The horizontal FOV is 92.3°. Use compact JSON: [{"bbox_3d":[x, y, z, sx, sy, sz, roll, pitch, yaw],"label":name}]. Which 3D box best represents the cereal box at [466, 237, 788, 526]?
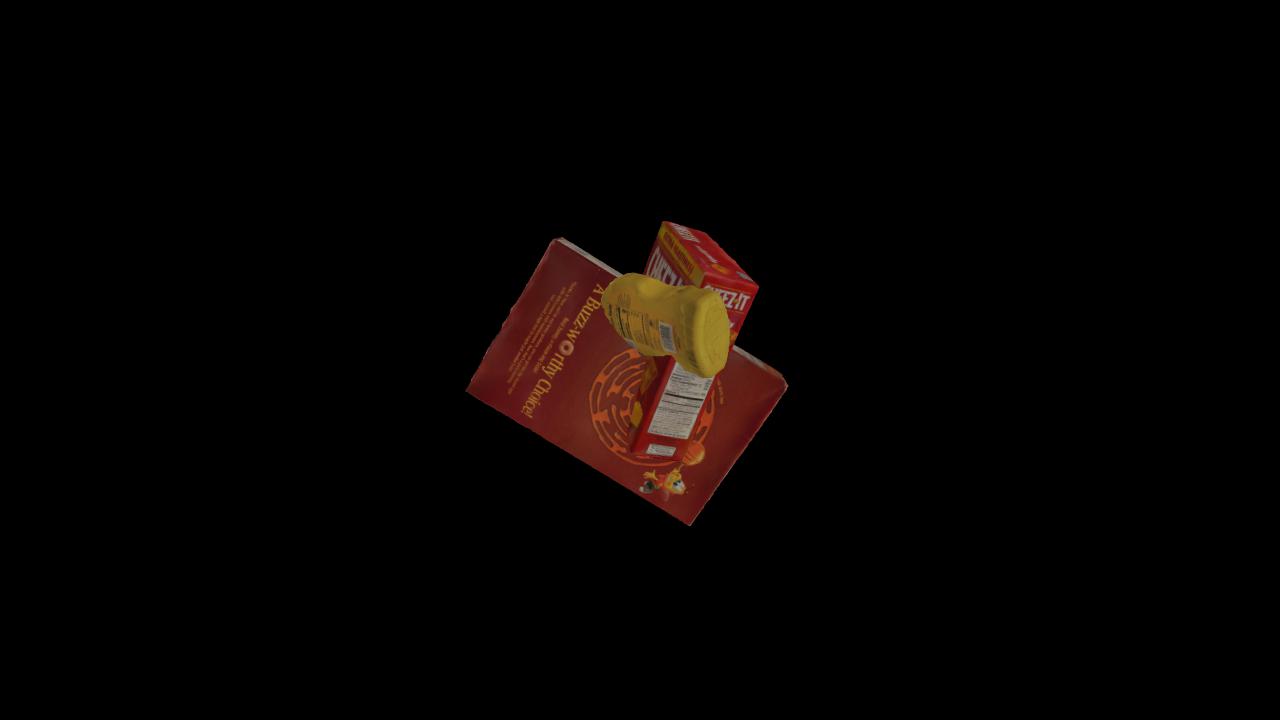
[{"bbox_3d":[-0.014,0.025,0.707,0.306,0.203,0.081,31,12,-4],"label":"cereal box"}]

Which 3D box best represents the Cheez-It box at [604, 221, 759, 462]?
[{"bbox_3d":[0.035,-0.024,0.695,0.071,0.223,0.166,11,26,-22],"label":"Cheez-It box"}]

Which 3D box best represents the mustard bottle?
[{"bbox_3d":[0.006,-0.046,0.645,0.184,0.092,0.054,20,48,40],"label":"mustard bottle"}]
